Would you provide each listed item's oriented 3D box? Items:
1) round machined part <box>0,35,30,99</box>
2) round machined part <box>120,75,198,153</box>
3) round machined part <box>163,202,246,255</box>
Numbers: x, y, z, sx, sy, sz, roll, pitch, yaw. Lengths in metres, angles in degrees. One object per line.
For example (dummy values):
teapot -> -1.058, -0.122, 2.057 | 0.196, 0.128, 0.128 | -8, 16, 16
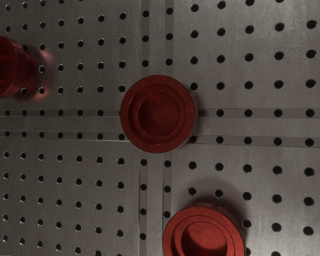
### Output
round machined part -> -0.248, -0.094, 0.489 | 0.098, 0.042, 0.097 | 0, 90, 19
round machined part -> 0.002, -0.017, 0.402 | 0.098, 0.042, 0.097 | 0, 90, 19
round machined part -> 0.056, 0.140, 0.383 | 0.098, 0.042, 0.097 | 0, 90, 19
